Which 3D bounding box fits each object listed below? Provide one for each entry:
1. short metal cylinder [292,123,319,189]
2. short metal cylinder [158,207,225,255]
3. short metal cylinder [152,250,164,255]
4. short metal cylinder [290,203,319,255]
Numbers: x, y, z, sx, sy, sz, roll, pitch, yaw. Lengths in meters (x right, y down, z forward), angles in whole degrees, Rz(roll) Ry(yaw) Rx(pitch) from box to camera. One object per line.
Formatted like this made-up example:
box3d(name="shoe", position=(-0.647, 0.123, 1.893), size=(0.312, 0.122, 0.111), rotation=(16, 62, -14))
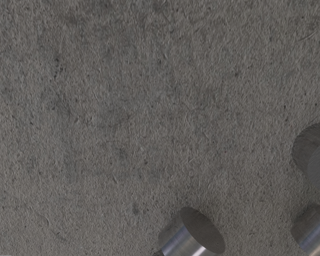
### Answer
box3d(name="short metal cylinder", position=(0.226, 0.038, 0.412), size=(0.081, 0.050, 0.079), rotation=(0, 110, 0))
box3d(name="short metal cylinder", position=(0.045, 0.160, 0.440), size=(0.080, 0.080, 0.050), rotation=(36, 106, -12))
box3d(name="short metal cylinder", position=(0.019, 0.237, 0.484), size=(0.081, 0.050, 0.079), rotation=(0, 110, 0))
box3d(name="short metal cylinder", position=(0.236, 0.154, 0.439), size=(0.080, 0.080, 0.050), rotation=(30, 107, -11))
